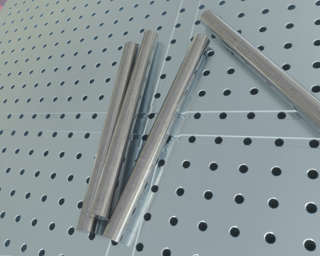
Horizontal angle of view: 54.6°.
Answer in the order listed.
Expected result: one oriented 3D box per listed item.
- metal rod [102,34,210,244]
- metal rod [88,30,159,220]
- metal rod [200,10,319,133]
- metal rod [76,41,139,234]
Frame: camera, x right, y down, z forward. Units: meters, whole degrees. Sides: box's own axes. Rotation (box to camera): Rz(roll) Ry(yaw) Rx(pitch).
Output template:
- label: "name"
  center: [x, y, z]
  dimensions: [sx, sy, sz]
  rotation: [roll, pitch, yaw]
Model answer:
- label: "metal rod"
  center: [0.003, 0.000, 0.407]
  dimensions: [0.025, 0.025, 0.300]
  rotation: [12, 67, 33]
- label: "metal rod"
  center: [-0.043, -0.023, 0.438]
  dimensions: [0.025, 0.025, 0.300]
  rotation: [-3, 58, 27]
- label: "metal rod"
  center: [0.134, -0.069, 0.380]
  dimensions: [0.025, 0.025, 0.300]
  rotation: [-36, 51, 5]
- label: "metal rod"
  center: [-0.068, -0.004, 0.447]
  dimensions: [0.025, 0.025, 0.300]
  rotation: [-5, 59, 26]
